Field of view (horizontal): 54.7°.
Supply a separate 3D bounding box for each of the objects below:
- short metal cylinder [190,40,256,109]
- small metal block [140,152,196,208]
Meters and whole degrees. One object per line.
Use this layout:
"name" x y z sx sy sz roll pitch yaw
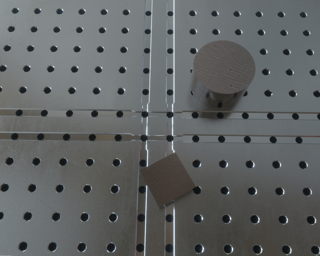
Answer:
"short metal cylinder" 0.084 -0.072 0.425 0.081 0.050 0.080 0 70 0
"small metal block" 0.009 0.066 0.388 0.050 0.025 0.050 -27 72 -10
